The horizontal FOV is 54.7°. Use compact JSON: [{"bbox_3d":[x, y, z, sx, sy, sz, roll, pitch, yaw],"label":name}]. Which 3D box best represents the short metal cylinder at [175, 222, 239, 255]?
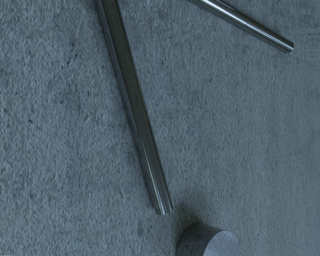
[{"bbox_3d":[0.069,0.182,0.446,0.081,0.050,0.080,0,90,-40],"label":"short metal cylinder"}]

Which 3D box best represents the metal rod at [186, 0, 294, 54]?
[{"bbox_3d":[0.140,-0.178,0.521,0.302,0.025,0.025,9,85,-40],"label":"metal rod"}]

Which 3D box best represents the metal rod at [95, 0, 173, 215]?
[{"bbox_3d":[-0.031,-0.033,0.378,0.025,0.025,0.298,-24,105,-37],"label":"metal rod"}]
